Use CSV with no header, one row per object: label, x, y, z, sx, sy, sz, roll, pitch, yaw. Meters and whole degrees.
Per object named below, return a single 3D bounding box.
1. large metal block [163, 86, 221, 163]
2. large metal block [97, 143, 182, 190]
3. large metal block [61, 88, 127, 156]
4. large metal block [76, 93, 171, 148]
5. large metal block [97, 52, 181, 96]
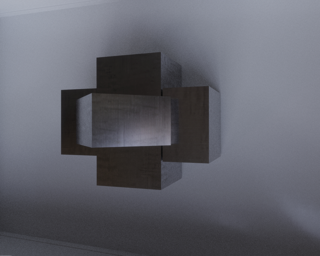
large metal block,0.040,-0.004,0.364,0.050,0.080,0.080,0,90,19
large metal block,-0.023,0.042,0.388,0.080,0.080,0.050,0,90,20
large metal block,-0.084,-0.007,0.410,0.050,0.080,0.080,0,90,20
large metal block,-0.042,-0.007,0.335,0.081,0.080,0.050,0,90,-25
large metal block,-0.023,-0.058,0.388,0.080,0.080,0.050,0,90,20
